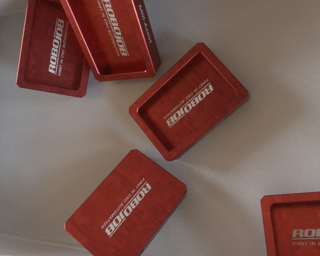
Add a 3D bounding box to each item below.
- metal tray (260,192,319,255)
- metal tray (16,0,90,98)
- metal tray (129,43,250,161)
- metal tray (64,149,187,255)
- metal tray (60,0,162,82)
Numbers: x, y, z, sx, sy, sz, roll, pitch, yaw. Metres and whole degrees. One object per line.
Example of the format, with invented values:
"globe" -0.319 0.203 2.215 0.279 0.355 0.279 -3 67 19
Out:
"metal tray" 0.180 0.114 0.324 0.130 0.030 0.090 -10 64 21
"metal tray" -0.141 -0.113 0.431 0.091 0.030 0.129 9 94 -18
"metal tray" 0.035 -0.031 0.395 0.130 0.030 0.090 -42 77 15
"metal tray" -0.039 0.101 0.386 0.090 0.030 0.130 35 68 17
"metal tray" -0.059 -0.123 0.386 0.090 0.030 0.129 -1 130 22
